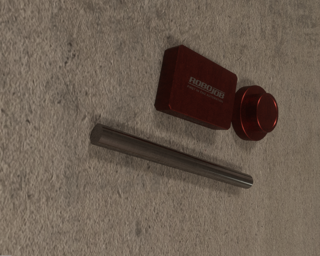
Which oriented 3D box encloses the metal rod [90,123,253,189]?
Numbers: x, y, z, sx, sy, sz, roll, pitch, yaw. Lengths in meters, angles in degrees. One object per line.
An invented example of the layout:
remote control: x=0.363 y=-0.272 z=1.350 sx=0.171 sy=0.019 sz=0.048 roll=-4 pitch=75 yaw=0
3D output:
metal rod: x=0.039 y=0.050 z=0.439 sx=0.302 sy=0.025 sz=0.025 roll=21 pitch=77 yaw=-38

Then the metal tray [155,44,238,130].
metal tray: x=0.058 y=-0.054 z=0.452 sx=0.131 sy=0.030 sz=0.090 roll=17 pitch=79 yaw=-39

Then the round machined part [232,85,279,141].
round machined part: x=0.170 y=-0.026 z=0.540 sx=0.099 sy=0.042 sz=0.097 roll=0 pitch=90 yaw=-40
